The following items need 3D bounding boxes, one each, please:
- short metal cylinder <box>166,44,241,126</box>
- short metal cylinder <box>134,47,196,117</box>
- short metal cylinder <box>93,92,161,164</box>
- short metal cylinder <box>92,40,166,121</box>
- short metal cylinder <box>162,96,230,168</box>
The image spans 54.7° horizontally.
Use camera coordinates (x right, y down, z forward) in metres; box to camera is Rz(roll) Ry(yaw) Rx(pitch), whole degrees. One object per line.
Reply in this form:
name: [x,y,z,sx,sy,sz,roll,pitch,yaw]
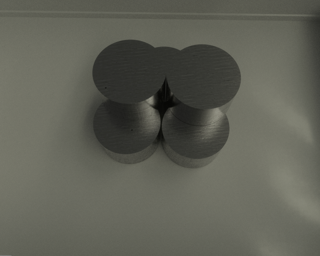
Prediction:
short metal cylinder: [0.047,-0.049,0.359,0.081,0.050,0.080,0,70,0]
short metal cylinder: [0.006,-0.061,0.417,0.081,0.050,0.080,0,70,0]
short metal cylinder: [-0.039,0.001,0.394,0.081,0.050,0.080,0,70,0]
short metal cylinder: [-0.033,-0.055,0.361,0.081,0.050,0.080,0,70,0]
short metal cylinder: [0.043,0.006,0.392,0.081,0.050,0.080,0,70,0]
